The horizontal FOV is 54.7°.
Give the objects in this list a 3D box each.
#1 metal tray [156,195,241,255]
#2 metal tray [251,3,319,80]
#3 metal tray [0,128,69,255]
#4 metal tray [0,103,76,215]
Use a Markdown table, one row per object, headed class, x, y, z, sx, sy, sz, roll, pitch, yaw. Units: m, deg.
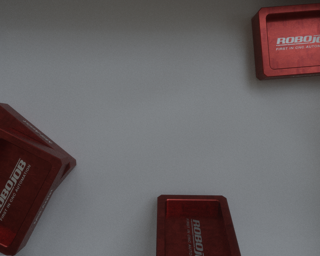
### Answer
| class | x | y | z | sx | sy | sz | roll | pitch | yaw |
| --- | --- | --- | --- | --- | --- | --- | --- | --- | --- |
| metal tray | 0.041 | 0.133 | 0.360 | 0.091 | 0.130 | 0.030 | 1 | 120 | 0 |
| metal tray | 0.193 | -0.114 | 0.409 | 0.131 | 0.030 | 0.089 | -5 | 90 | 0 |
| metal tray | -0.182 | 0.075 | 0.376 | 0.090 | 0.030 | 0.130 | 27 | 90 | 0 |
| metal tray | -0.190 | 0.040 | 0.407 | 0.130 | 0.030 | 0.090 | 40 | 90 | 0 |
